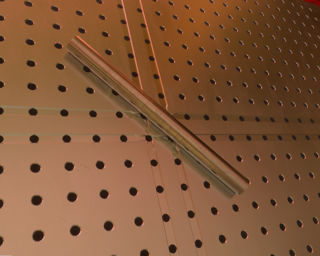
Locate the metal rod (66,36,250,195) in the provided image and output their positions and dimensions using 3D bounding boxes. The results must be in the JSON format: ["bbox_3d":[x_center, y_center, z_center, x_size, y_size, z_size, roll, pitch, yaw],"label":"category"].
[{"bbox_3d":[-0.002,-0.016,0.417,0.300,0.025,0.025,40,51,-1],"label":"metal rod"}]
